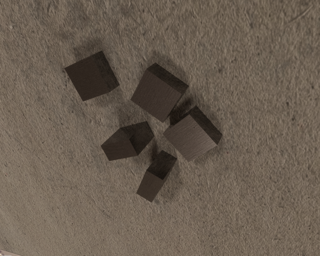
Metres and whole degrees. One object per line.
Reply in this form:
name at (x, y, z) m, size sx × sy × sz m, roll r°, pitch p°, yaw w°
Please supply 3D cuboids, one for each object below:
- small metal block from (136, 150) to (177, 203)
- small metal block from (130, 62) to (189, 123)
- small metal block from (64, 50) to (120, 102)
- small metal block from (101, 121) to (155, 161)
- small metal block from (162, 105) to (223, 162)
small metal block at (-0.004, 0.067, 0.433) m, size 0.025 × 0.050 × 0.050 m, roll 30°, pitch 128°, yaw 9°
small metal block at (-0.001, -0.043, 0.380) m, size 0.050 × 0.025 × 0.050 m, roll 36°, pitch 129°, yaw 4°
small metal block at (-0.090, -0.068, 0.410) m, size 0.050 × 0.025 × 0.050 m, roll -14°, pitch 112°, yaw 33°
small metal block at (-0.043, 0.018, 0.423) m, size 0.050 × 0.050 × 0.025 m, roll -14°, pitch 111°, yaw 33°
small metal block at (0.041, 0.008, 0.389) m, size 0.050 × 0.025 × 0.050 m, roll 48°, pitch 129°, yaw -6°
